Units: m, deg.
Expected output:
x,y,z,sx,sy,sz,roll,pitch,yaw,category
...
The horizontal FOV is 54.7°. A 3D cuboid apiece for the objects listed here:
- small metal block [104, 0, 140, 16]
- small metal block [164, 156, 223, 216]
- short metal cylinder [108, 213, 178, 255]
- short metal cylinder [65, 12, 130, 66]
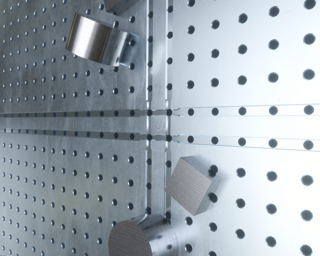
x,y,z,sx,sy,sz,roll,pitch,yaw,category
-0.059,-0.203,0.458,0.050,0.025,0.050,-21,77,38,small metal block
0.040,0.069,0.377,0.050,0.025,0.050,36,112,34,small metal block
-0.023,0.158,0.412,0.080,0.050,0.079,0,90,40,short metal cylinder
-0.090,-0.128,0.448,0.080,0.081,0.050,34,111,35,short metal cylinder
